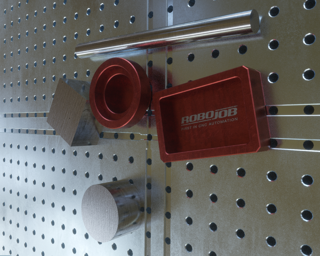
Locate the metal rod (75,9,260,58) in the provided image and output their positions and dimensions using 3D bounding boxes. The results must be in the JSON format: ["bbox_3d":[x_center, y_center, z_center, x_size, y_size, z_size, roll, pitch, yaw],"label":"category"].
[{"bbox_3d":[-0.015,-0.120,0.421,0.300,0.025,0.025,4,93,39],"label":"metal rod"}]

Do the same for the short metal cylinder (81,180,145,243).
[{"bbox_3d":[-0.069,0.118,0.450,0.080,0.050,0.079,0,90,40],"label":"short metal cylinder"}]

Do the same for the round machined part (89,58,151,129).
[{"bbox_3d":[-0.051,-0.047,0.439,0.098,0.042,0.097,0,90,36],"label":"round machined part"}]

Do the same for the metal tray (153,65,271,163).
[{"bbox_3d":[0.054,-0.011,0.361,0.130,0.030,0.090,-12,83,39],"label":"metal tray"}]

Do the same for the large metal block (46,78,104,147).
[{"bbox_3d":[-0.132,-0.026,0.502,0.080,0.050,0.079,37,113,34],"label":"large metal block"}]
